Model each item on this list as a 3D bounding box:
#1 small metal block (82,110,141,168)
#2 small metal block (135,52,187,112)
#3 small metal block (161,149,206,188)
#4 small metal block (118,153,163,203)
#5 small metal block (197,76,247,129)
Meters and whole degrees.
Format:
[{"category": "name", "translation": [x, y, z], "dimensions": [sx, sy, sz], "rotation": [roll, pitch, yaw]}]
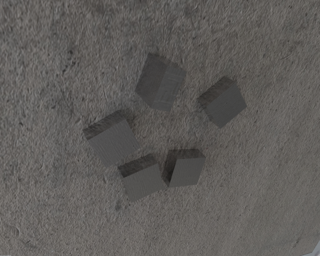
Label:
[{"category": "small metal block", "translation": [-0.059, 0.014, 0.383], "dimensions": [0.050, 0.025, 0.050], "rotation": [-31, 129, -9]}, {"category": "small metal block", "translation": [-0.001, -0.053, 0.357], "dimensions": [0.025, 0.050, 0.050], "rotation": [9, 114, -33]}, {"category": "small metal block", "translation": [0.035, 0.059, 0.463], "dimensions": [0.050, 0.025, 0.050], "rotation": [0, 119, -29]}, {"category": "small metal block", "translation": [-0.027, 0.070, 0.436], "dimensions": [0.050, 0.025, 0.050], "rotation": [-22, 127, -15]}, {"category": "small metal block", "translation": [0.087, -0.035, 0.433], "dimensions": [0.050, 0.025, 0.050], "rotation": [-40, 130, -1]}]
